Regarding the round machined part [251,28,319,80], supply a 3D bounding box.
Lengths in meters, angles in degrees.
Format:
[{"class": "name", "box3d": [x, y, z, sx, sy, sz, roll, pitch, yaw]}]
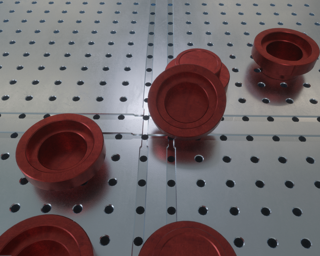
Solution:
[{"class": "round machined part", "box3d": [0.195, -0.114, 0.493, 0.099, 0.042, 0.098, 0, 50, 0]}]

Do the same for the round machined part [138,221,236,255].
[{"class": "round machined part", "box3d": [0.026, 0.132, 0.286, 0.099, 0.042, 0.098, 0, 50, 0]}]

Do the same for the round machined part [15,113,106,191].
[{"class": "round machined part", "box3d": [-0.114, 0.032, 0.369, 0.099, 0.042, 0.098, 0, 50, 0]}]

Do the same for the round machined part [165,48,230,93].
[{"class": "round machined part", "box3d": [0.056, -0.083, 0.467, 0.099, 0.042, 0.098, 0, 50, 0]}]

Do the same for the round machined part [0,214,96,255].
[{"class": "round machined part", "box3d": [-0.107, 0.134, 0.284, 0.099, 0.042, 0.098, 0, 50, 0]}]

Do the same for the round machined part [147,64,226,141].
[{"class": "round machined part", "box3d": [0.035, -0.031, 0.407, 0.098, 0.042, 0.098, -1, 76, 5]}]
